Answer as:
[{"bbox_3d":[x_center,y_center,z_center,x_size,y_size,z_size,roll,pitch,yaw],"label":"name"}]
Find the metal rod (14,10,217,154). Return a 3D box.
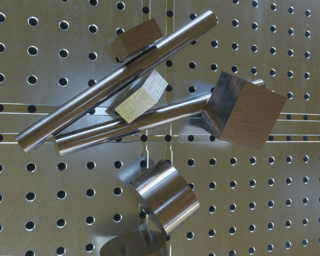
[{"bbox_3d":[-0.043,-0.067,0.396,0.301,0.025,0.025,-37,102,-16],"label":"metal rod"}]

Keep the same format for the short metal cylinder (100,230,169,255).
[{"bbox_3d":[-0.028,0.164,0.373,0.081,0.080,0.050,-11,94,-20],"label":"short metal cylinder"}]

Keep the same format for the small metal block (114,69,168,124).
[{"bbox_3d":[-0.022,-0.039,0.380,0.025,0.050,0.050,46,35,-14],"label":"small metal block"}]

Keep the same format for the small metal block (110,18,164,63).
[{"bbox_3d":[-0.030,-0.109,0.388,0.050,0.050,0.025,-32,101,-17],"label":"small metal block"}]

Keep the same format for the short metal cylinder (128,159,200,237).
[{"bbox_3d":[0.004,0.086,0.385,0.050,0.080,0.080,-35,102,-17],"label":"short metal cylinder"}]

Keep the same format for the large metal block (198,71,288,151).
[{"bbox_3d":[0.111,-0.022,0.419,0.081,0.050,0.080,14,105,-31],"label":"large metal block"}]

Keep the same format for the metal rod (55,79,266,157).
[{"bbox_3d":[0.015,-0.020,0.417,0.302,0.025,0.025,-17,96,-19],"label":"metal rod"}]
